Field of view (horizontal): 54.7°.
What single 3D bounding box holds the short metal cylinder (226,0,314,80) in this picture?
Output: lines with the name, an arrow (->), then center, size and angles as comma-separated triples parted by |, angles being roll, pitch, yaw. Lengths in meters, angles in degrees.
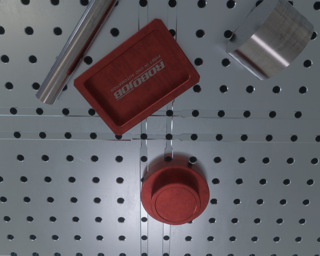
short metal cylinder -> 0.120, -0.101, 0.348 | 0.050, 0.080, 0.080 | 36, 106, -12

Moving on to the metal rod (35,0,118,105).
metal rod -> -0.061, -0.152, 0.356 | 0.025, 0.025, 0.299 | 34, 106, -12

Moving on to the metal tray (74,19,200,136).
metal tray -> -0.028, -0.062, 0.387 | 0.130, 0.030, 0.090 | -34, 107, 11

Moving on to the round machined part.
round machined part -> 0.022, 0.098, 0.440 | 0.099, 0.042, 0.097 | 0, 110, 0
